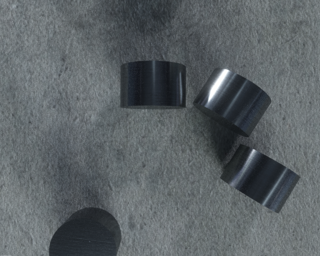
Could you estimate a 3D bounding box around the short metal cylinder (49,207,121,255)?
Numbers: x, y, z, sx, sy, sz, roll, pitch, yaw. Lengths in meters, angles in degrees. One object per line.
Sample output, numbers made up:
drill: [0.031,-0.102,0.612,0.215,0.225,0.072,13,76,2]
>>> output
short metal cylinder: [-0.093,0.148,0.396,0.081,0.050,0.079,0,90,-1]

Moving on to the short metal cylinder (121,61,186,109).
short metal cylinder: [-0.008,-0.050,0.382,0.081,0.080,0.050,0,90,-1]

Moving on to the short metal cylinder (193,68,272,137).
short metal cylinder: [0.088,-0.031,0.384,0.080,0.080,0.050,33,90,-1]

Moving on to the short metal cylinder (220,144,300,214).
short metal cylinder: [0.123,0.062,0.384,0.080,0.080,0.050,31,90,-1]
